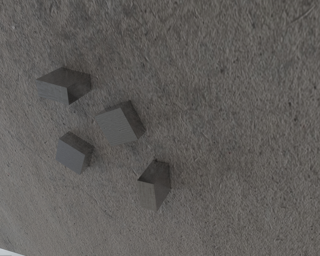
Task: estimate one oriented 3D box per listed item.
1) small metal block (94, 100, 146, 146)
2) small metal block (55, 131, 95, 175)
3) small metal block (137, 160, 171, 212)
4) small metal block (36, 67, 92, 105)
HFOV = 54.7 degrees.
[{"bbox_3d":[-0.055,-0.006,0.432,0.050,0.025,0.050,-15,111,34],"label":"small metal block"},{"bbox_3d":[-0.140,0.041,0.506,0.050,0.025,0.050,30,128,8],"label":"small metal block"},{"bbox_3d":[-0.007,0.082,0.445,0.025,0.050,0.050,9,122,24],"label":"small metal block"},{"bbox_3d":[-0.130,-0.059,0.423,0.050,0.050,0.025,16,125,19],"label":"small metal block"}]
